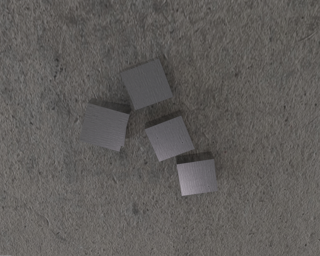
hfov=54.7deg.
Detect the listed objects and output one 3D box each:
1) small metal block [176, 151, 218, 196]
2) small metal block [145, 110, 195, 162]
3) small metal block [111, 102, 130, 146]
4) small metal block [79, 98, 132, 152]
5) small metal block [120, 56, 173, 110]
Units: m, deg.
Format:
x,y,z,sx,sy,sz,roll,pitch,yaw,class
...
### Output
x,y,z,sx,sy,sz,roll,pitch,yaw,class
0.051,0.064,0.434,0.050,0.025,0.050,-9,110,3,small metal block
0.013,0.010,0.414,0.050,0.025,0.050,-21,109,7,small metal block
-0.068,-0.007,0.407,0.050,0.025,0.050,8,110,-3,small metal block
-0.067,-0.004,0.381,0.050,0.025,0.050,15,109,-6,small metal block
-0.016,-0.057,0.389,0.050,0.025,0.050,-19,109,7,small metal block
